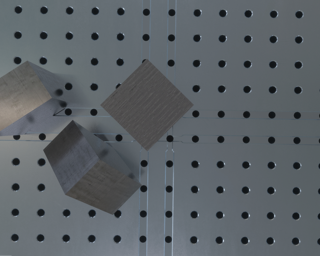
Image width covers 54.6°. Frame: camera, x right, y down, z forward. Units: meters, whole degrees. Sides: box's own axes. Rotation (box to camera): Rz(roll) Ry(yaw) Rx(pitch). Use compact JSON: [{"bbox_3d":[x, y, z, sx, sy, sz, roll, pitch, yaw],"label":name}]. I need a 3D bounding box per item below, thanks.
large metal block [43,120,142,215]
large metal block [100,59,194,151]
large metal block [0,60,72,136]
[{"bbox_3d":[-0.080,0.047,0.369,0.050,0.080,0.080,-46,48,0],"label":"large metal block"},{"bbox_3d":[-0.016,-0.028,0.401,0.080,0.050,0.080,45,90,0],"label":"large metal block"},{"bbox_3d":[-0.168,-0.033,0.385,0.080,0.080,0.050,-33,90,0],"label":"large metal block"}]
